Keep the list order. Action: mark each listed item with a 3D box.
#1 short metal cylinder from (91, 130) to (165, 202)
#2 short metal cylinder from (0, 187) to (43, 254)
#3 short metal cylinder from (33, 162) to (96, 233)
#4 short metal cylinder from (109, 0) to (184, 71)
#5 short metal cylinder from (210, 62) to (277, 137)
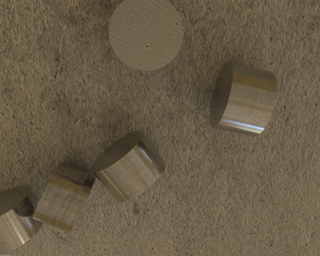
[{"bbox_3d":[-0.040,0.048,0.397,0.080,0.080,0.050,-32,107,11],"label":"short metal cylinder"},{"bbox_3d":[-0.209,0.125,0.424,0.080,0.080,0.050,-16,109,6],"label":"short metal cylinder"},{"bbox_3d":[-0.126,0.092,0.413,0.050,0.080,0.080,25,108,-9],"label":"short metal cylinder"},{"bbox_3d":[-0.015,-0.110,0.356,0.081,0.050,0.079,0,110,0],"label":"short metal cylinder"},{"bbox_3d":[0.096,-0.034,0.369,0.050,0.080,0.079,12,110,-5],"label":"short metal cylinder"}]
